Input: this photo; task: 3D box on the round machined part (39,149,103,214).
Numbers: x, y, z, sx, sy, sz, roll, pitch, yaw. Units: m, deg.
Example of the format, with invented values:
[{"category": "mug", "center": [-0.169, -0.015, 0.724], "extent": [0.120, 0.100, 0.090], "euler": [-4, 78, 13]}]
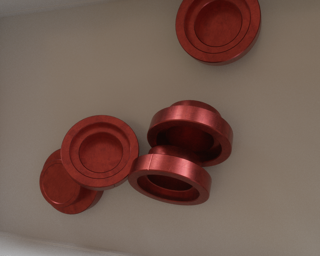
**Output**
[{"category": "round machined part", "center": [-0.133, 0.077, 0.448], "extent": [0.098, 0.042, 0.097], "euler": [0, 90, 20]}]

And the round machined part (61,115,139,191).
[{"category": "round machined part", "center": [-0.078, 0.035, 0.413], "extent": [0.099, 0.042, 0.098], "euler": [2, 67, -5]}]

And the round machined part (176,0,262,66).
[{"category": "round machined part", "center": [0.072, -0.124, 0.376], "extent": [0.098, 0.042, 0.097], "euler": [0, 90, 20]}]

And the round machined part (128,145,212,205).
[{"category": "round machined part", "center": [0.014, 0.055, 0.377], "extent": [0.098, 0.098, 0.042], "euler": [3, 56, 20]}]

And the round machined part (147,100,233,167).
[{"category": "round machined part", "center": [0.037, 0.004, 0.369], "extent": [0.098, 0.098, 0.042], "euler": [2, 54, 20]}]
